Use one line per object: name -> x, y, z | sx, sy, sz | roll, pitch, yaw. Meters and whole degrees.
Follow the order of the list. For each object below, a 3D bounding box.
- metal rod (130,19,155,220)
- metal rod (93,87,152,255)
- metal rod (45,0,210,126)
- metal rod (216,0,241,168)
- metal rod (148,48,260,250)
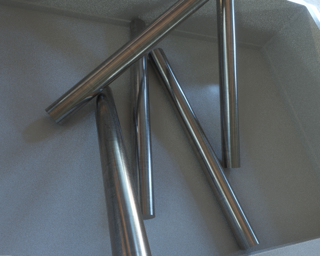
metal rod -> -0.026, -0.032, 0.412 | 0.025, 0.025, 0.299 | 10, 57, -23
metal rod -> -0.039, 0.035, 0.276 | 0.025, 0.025, 0.300 | 12, 29, -22
metal rod -> -0.014, -0.111, 0.382 | 0.301, 0.025, 0.025 | -43, 87, -12
metal rod -> 0.095, -0.094, 0.435 | 0.025, 0.025, 0.298 | -1, 88, -29
metal rod -> 0.052, 0.015, 0.425 | 0.025, 0.025, 0.299 | -12, 68, -33
